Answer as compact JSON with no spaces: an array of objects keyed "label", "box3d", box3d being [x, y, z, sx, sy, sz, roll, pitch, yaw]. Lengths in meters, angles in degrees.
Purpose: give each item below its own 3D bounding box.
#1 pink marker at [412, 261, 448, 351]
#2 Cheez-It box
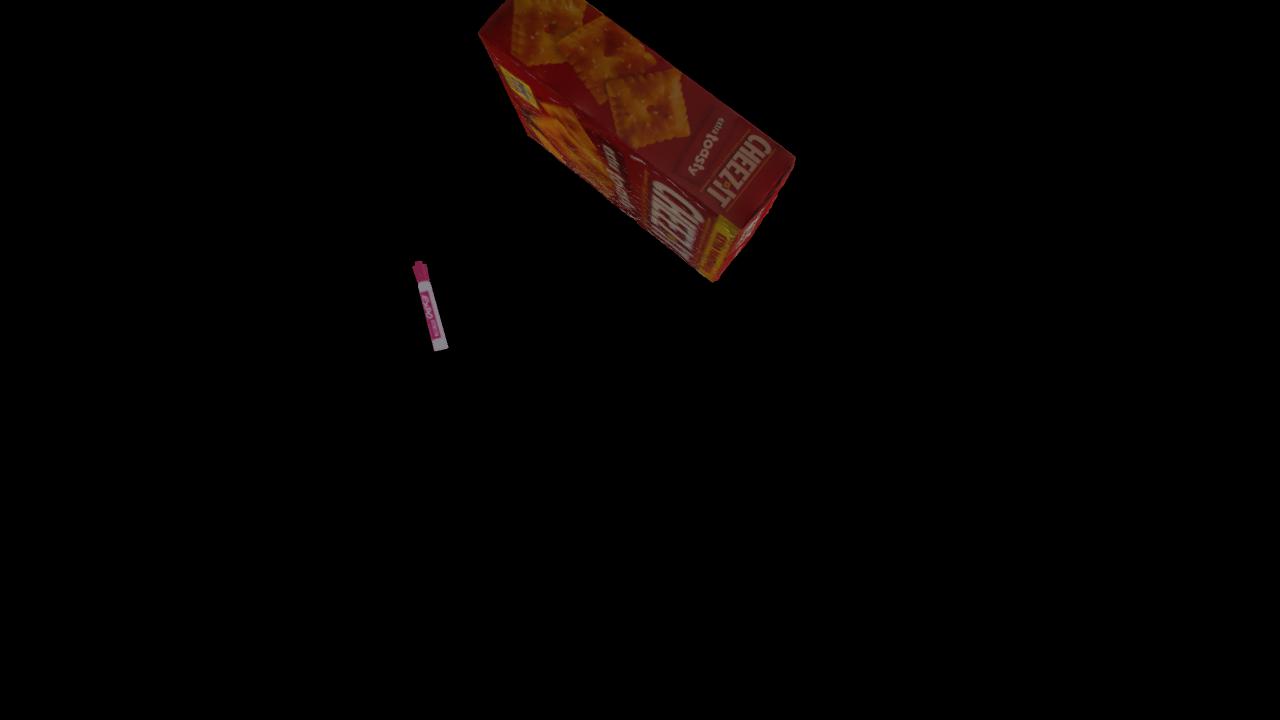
[{"label":"pink marker","box3d":[-0.279,-0.072,0.816,0.020,0.121,0.020,-14,1,0]},{"label":"Cheez-It box","box3d":[-0.001,-0.166,0.477,0.223,0.071,0.166,38,-2,3]}]
